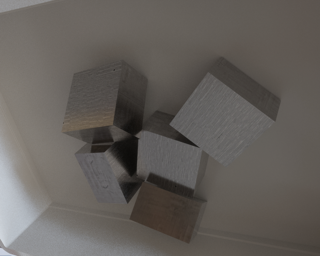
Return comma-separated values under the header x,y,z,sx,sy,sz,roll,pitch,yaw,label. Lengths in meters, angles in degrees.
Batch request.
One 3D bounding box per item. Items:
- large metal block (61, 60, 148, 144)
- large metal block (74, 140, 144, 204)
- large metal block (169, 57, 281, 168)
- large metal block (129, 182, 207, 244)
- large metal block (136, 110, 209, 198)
x,y,z,sx,sy,sz,roll,pitch,yaw,label
-0.066,-0.028,0.380,0.080,0.080,0.050,-7,157,32,large metal block
-0.059,0.047,0.430,0.050,0.080,0.080,-6,116,30,large metal block
0.071,-0.017,0.342,0.080,0.050,0.080,37,129,2,large metal block
0.015,0.112,0.423,0.080,0.080,0.050,17,83,16,large metal block
0.018,0.033,0.401,0.080,0.050,0.079,18,125,17,large metal block
